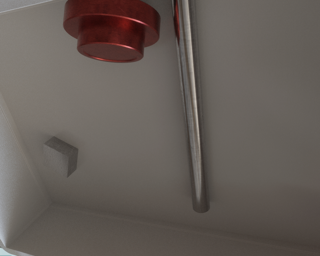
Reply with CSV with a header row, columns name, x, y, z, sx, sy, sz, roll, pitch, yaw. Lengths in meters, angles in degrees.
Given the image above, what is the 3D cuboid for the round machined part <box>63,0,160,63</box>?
name,x,y,z,sx,sy,sz,roll,pitch,yaw
round machined part,-0.050,-0.097,0.323,0.098,0.098,0.042,2,86,27

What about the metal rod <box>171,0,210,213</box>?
name,x,y,z,sx,sy,sz,roll,pitch,yaw
metal rod,0.040,-0.016,0.376,0.025,0.025,0.298,6,121,25

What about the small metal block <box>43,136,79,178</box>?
name,x,y,z,sx,sy,sz,roll,pitch,yaw
small metal block,-0.169,0.049,0.526,0.050,0.025,0.050,25,127,12
